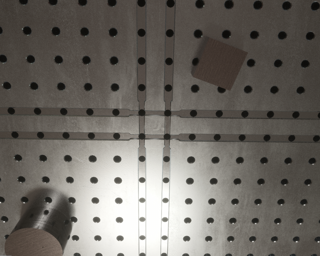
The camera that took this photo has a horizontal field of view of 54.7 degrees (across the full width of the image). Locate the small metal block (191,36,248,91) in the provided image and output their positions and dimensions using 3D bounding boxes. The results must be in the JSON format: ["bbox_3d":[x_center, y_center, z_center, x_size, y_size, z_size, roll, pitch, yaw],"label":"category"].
[{"bbox_3d":[0.073,-0.080,0.385,0.050,0.025,0.050,19,109,-8],"label":"small metal block"}]

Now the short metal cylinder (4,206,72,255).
[{"bbox_3d":[-0.178,0.164,0.458,0.081,0.050,0.079,0,110,-1],"label":"short metal cylinder"}]
